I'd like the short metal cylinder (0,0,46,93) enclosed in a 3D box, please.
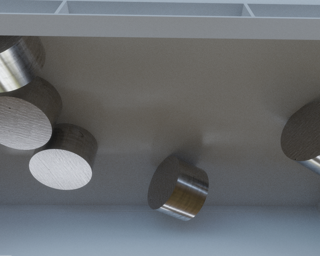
[{"bbox_3d":[-0.157,-0.081,0.294,0.081,0.080,0.050,2,153,-2],"label":"short metal cylinder"}]

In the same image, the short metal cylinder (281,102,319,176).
[{"bbox_3d":[0.201,0.014,0.387,0.050,0.080,0.080,28,125,-22],"label":"short metal cylinder"}]

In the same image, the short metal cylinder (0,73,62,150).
[{"bbox_3d":[-0.165,-0.020,0.374,0.081,0.050,0.079,0,130,0],"label":"short metal cylinder"}]

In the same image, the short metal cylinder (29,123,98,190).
[{"bbox_3d":[-0.130,0.040,0.425,0.081,0.050,0.079,0,130,0],"label":"short metal cylinder"}]

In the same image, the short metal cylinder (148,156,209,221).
[{"bbox_3d":[0.025,0.087,0.447,0.050,0.080,0.080,27,125,-21],"label":"short metal cylinder"}]
